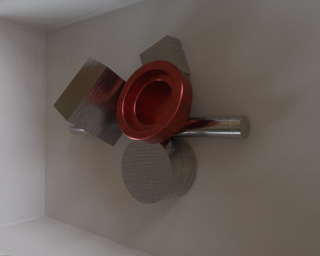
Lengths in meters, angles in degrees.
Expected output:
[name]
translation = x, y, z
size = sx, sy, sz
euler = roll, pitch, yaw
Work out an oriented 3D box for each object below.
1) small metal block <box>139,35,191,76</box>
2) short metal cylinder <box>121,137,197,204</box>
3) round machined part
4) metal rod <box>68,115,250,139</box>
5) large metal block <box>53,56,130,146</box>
[small metal block]
translation = 0.006, -0.082, 0.399
size = 0.050, 0.025, 0.050
euler = -26, 74, 36
[short metal cylinder]
translation = -0.002, 0.050, 0.387
size = 0.080, 0.050, 0.079
euler = 0, 90, 39
[round machined part]
translation = -0.002, -0.027, 0.369
size = 0.098, 0.042, 0.098
euler = -16, 63, 34
[metal rod]
translation = -0.026, -0.001, 0.422
size = 0.300, 0.025, 0.025
euler = 0, 90, 39
[large metal block]
translation = -0.077, -0.034, 0.411
size = 0.080, 0.080, 0.050
euler = -54, 44, 0
